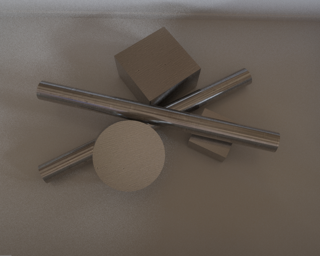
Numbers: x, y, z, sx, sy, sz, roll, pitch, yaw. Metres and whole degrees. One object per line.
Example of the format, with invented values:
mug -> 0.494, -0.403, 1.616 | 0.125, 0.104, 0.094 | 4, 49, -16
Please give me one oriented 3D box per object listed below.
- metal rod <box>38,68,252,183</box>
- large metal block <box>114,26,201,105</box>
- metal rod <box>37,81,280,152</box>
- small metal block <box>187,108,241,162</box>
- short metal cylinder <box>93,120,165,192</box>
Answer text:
metal rod -> -0.012, -0.008, 0.410 | 0.302, 0.025, 0.025 | -26, 72, -10
large metal block -> -0.004, -0.077, 0.422 | 0.080, 0.050, 0.080 | -34, 74, -12
metal rod -> -0.005, -0.016, 0.387 | 0.302, 0.025, 0.025 | 13, 71, 4
small metal block -> 0.070, 0.010, 0.404 | 0.050, 0.025, 0.050 | 25, 72, 8
short metal cylinder -> -0.039, 0.030, 0.368 | 0.081, 0.050, 0.079 | 0, 92, -12
